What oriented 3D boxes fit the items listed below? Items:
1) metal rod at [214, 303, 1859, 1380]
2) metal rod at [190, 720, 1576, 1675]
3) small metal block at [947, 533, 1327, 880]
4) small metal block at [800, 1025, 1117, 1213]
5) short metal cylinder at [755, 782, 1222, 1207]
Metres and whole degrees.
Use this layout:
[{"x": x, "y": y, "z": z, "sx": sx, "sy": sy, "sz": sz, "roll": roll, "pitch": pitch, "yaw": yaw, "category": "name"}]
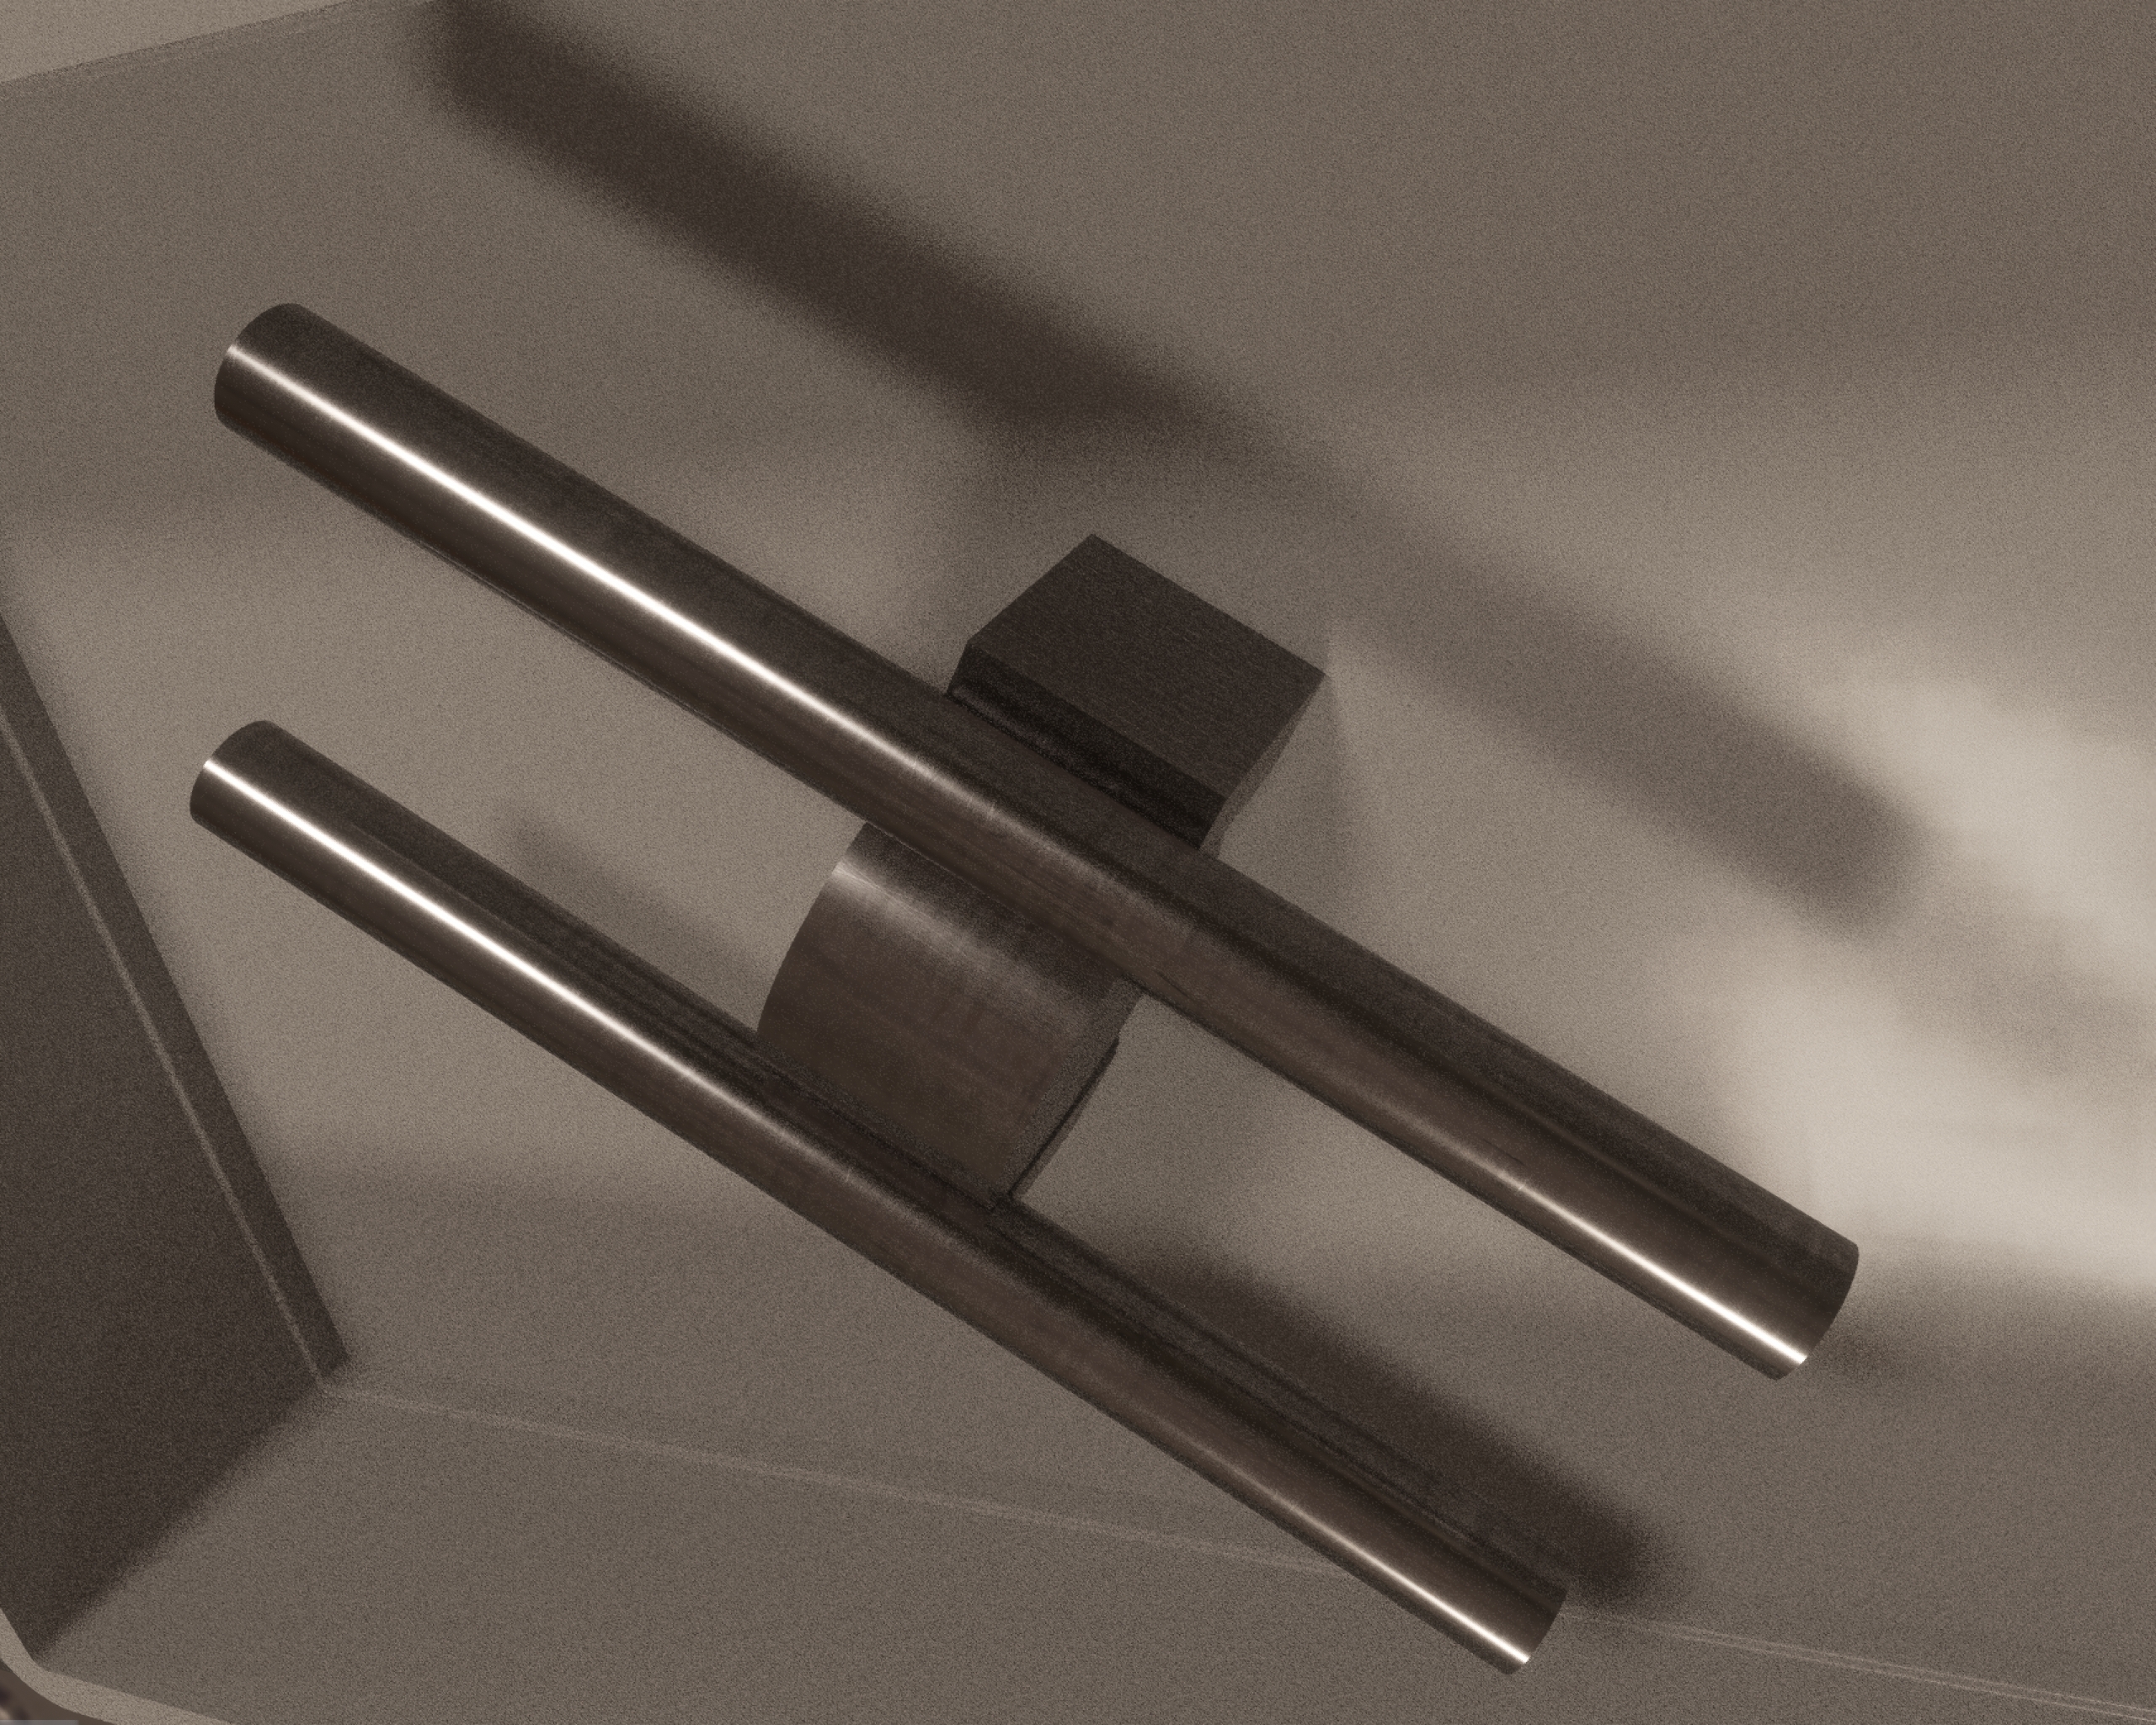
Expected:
[{"x": -0.013, "y": -0.008, "z": 0.343, "sx": 0.301, "sy": 0.025, "sz": 0.025, "roll": 31, "pitch": 128, "yaw": 7, "category": "metal rod"}, {"x": -0.043, "y": 0.060, "z": 0.402, "sx": 0.301, "sy": 0.025, "sz": 0.025, "roll": 31, "pitch": 128, "yaw": 7, "category": "metal rod"}, {"x": 0.009, "y": -0.027, "z": 0.368, "sx": 0.050, "sy": 0.050, "sz": 0.025, "roll": 32, "pitch": 128, "yaw": 7, "category": "small metal block"}, {"x": -0.028, "y": 0.048, "z": 0.433, "sx": 0.050, "sy": 0.050, "sz": 0.025, "roll": 32, "pitch": 128, "yaw": 7, "category": "small metal block"}, {"x": -0.016, "y": 0.017, "z": 0.389, "sx": 0.050, "sy": 0.080, "sz": 0.079, "roll": 32, "pitch": 128, "yaw": 7, "category": "short metal cylinder"}]
